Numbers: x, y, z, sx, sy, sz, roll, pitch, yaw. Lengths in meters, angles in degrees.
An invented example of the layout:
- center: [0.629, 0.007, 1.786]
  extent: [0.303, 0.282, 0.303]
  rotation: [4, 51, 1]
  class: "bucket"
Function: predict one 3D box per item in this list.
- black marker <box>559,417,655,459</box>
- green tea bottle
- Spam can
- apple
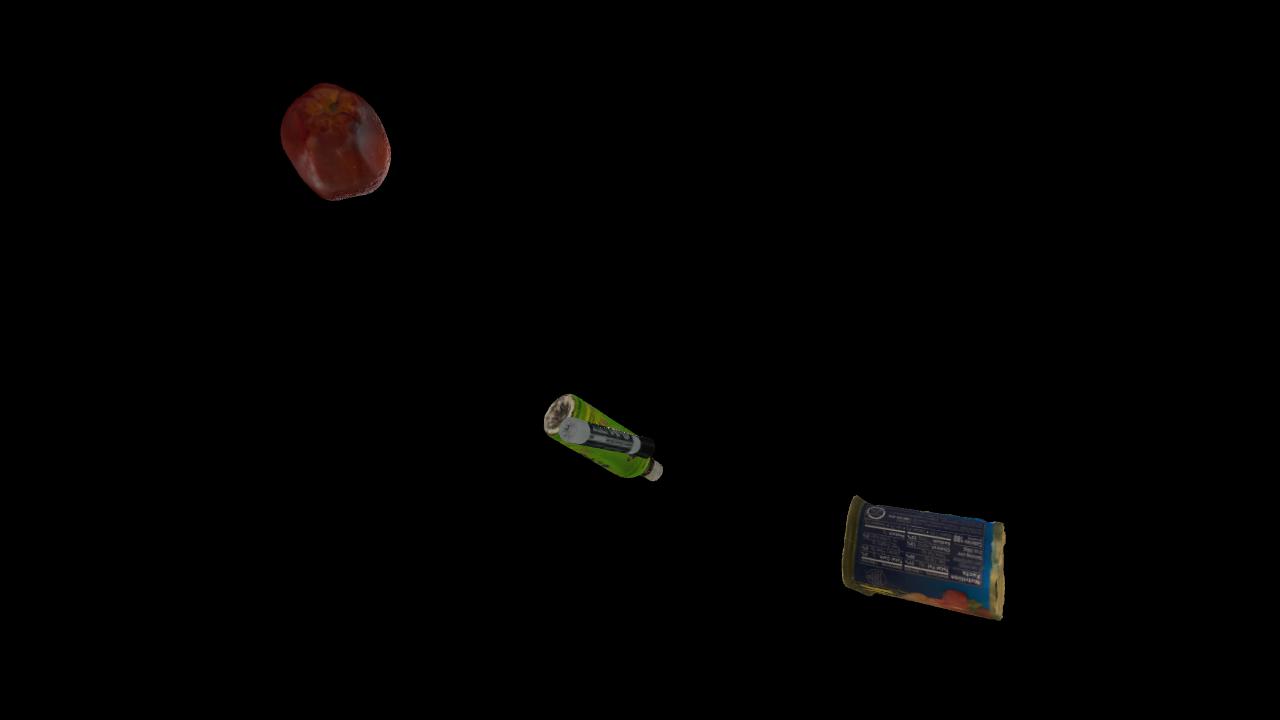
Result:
- center: [-0.022, 0.065, 0.502]
  extent: [0.020, 0.020, 0.121]
  rotation: [0, -14, 32]
  class: "black marker"
- center: [-0.044, 0.126, 0.920]
  extent: [0.212, 0.073, 0.073]
  rotation: [34, -21, -34]
  class: "green tea bottle"
- center: [0.185, 0.128, 0.396]
  extent: [0.085, 0.058, 0.101]
  rotation: [2, -21, 32]
  class: "Spam can"
- center: [-0.237, -0.171, 0.483]
  extent: [0.079, 0.079, 0.093]
  rotation: [0, -17, -17]
  class: "apple"
